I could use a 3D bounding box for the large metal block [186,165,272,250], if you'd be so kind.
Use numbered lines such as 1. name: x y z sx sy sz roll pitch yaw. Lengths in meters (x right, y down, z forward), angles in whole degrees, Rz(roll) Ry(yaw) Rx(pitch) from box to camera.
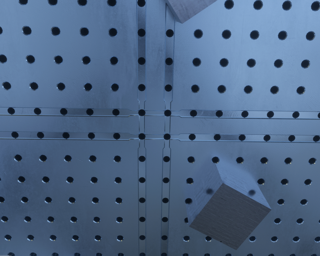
1. large metal block: 0.095 0.114 0.443 0.080 0.050 0.080 30 107 -11

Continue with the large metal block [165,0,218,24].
1. large metal block: 0.021 -0.160 0.325 0.050 0.080 0.080 -32 107 11
